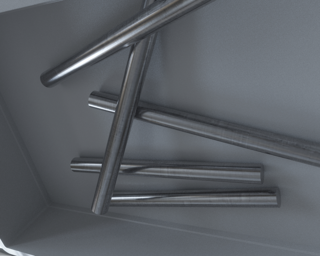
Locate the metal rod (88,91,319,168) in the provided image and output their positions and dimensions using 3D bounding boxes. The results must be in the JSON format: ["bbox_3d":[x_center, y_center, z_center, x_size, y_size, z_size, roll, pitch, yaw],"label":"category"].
[{"bbox_3d":[0.045,-0.004,0.381,0.301,0.025,0.025,15,124,19],"label":"metal rod"}]

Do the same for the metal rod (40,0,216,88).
[{"bbox_3d":[-0.055,-0.094,0.346,0.299,0.025,0.025,-13,112,43],"label":"metal rod"}]

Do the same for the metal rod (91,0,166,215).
[{"bbox_3d":[-0.047,-0.009,0.390,0.025,0.025,0.298,24,116,13],"label":"metal rod"}]

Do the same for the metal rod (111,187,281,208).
[{"bbox_3d":[0.020,0.105,0.461,0.300,0.025,0.025,-8,114,31],"label":"metal rod"}]

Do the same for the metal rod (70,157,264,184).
[{"bbox_3d":[-0.008,0.059,0.447,0.300,0.025,0.025,-1,118,28],"label":"metal rod"}]
